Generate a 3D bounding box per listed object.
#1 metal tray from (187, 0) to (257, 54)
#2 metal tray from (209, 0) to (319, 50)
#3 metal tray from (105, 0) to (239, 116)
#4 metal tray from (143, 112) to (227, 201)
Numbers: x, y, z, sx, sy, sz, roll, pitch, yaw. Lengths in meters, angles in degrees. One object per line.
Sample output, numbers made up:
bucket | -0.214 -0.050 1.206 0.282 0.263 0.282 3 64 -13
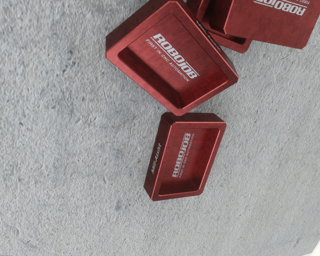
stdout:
metal tray | 0.087 -0.160 0.351 0.091 0.030 0.129 10 113 -33
metal tray | 0.126 -0.143 0.344 0.131 0.030 0.089 0 118 -29
metal tray | 0.016 -0.075 0.343 0.090 0.030 0.130 -31 134 24
metal tray | 0.034 0.042 0.448 0.091 0.030 0.129 0 119 -29
